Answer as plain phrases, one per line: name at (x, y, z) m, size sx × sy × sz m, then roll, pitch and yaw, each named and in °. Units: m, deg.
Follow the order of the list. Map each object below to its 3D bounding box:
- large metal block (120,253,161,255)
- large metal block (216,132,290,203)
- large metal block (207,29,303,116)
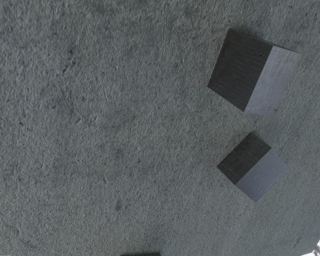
large metal block at (-0.039, 0.267, 0.534) m, size 0.081 × 0.050 × 0.079 m, roll 12°, pitch 112°, yaw -33°
large metal block at (0.156, 0.067, 0.517) m, size 0.080 × 0.050 × 0.080 m, roll -47°, pitch 129°, yaw 4°
large metal block at (0.114, -0.071, 0.390) m, size 0.050 × 0.080 × 0.079 m, roll 4°, pitch 116°, yaw -30°
